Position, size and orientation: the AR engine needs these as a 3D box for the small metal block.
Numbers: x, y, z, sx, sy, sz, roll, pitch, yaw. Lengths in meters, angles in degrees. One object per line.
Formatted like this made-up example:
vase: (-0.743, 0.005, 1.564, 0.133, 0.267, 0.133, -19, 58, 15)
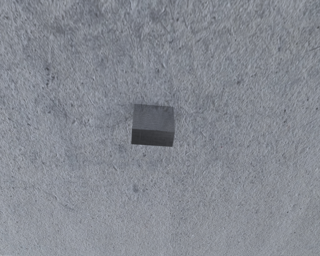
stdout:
small metal block: (-0.009, -0.004, 0.388, 0.050, 0.050, 0.025, 4, 130, -4)
